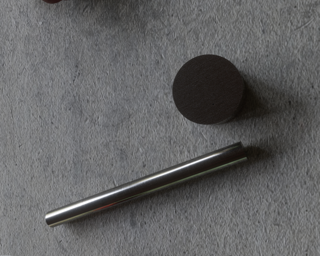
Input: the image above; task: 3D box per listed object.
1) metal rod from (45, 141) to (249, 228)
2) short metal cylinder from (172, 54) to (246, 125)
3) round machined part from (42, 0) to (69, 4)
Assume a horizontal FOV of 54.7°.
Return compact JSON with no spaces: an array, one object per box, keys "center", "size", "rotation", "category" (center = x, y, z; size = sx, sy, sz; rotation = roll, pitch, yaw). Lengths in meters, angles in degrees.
[{"center":[-0.030,0.082,0.418],"size":[0.300,0.025,0.025],"rotation":[-22,83,18],"category":"metal rod"},{"center":[0.061,-0.044,0.374],"size":[0.080,0.050,0.079],"rotation":[0,90,19],"category":"short metal cylinder"},{"center":[-0.141,-0.223,0.440],"size":[0.098,0.042,0.097],"rotation":[-5,80,31],"category":"round machined part"}]
